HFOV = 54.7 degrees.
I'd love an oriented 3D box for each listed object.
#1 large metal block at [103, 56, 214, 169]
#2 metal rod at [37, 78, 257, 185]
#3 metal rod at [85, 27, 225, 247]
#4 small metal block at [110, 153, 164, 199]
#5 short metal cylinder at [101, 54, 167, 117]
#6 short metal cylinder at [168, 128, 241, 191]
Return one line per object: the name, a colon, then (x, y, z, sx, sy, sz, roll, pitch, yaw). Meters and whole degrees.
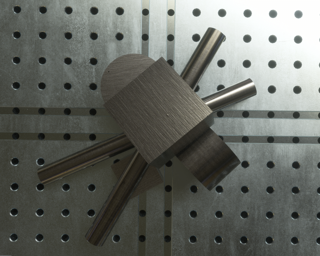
large metal block: (0.001, -0.014, 0.334, 0.080, 0.050, 0.080, -40, 73, 1)
metal rod: (-0.016, 0.005, 0.409, 0.301, 0.025, 0.025, -23, 90, 0)
metal rod: (-0.006, 0.010, 0.385, 0.025, 0.025, 0.299, 31, 89, 0)
small metal block: (-0.030, 0.059, 0.410, 0.050, 0.025, 0.050, -28, 90, 0)
short metal cylinder: (-0.031, -0.050, 0.397, 0.081, 0.050, 0.079, 0, 90, 0)
short metal cylinder: (0.052, 0.031, 0.383, 0.050, 0.080, 0.080, -43, 90, 1)
